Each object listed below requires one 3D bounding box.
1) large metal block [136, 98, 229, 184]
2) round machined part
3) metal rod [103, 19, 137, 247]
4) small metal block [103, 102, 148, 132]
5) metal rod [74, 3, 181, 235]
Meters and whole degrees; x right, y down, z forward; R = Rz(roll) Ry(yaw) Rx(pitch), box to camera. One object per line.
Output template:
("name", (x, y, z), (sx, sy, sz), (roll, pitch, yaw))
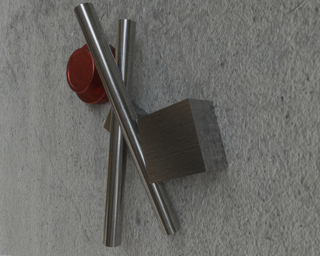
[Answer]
("large metal block", (0.025, 0.017, 0.367), (0.080, 0.050, 0.080), (-20, 77, 38))
("round machined part", (-0.108, -0.086, 0.480), (0.098, 0.042, 0.097), (0, 90, 39))
("metal rod", (-0.054, 0.009, 0.415), (0.025, 0.025, 0.298), (7, 94, 39))
("small metal block", (-0.049, -0.010, 0.443), (0.050, 0.025, 0.050), (37, 113, 33))
("metal rod", (-0.040, -0.009, 0.387), (0.025, 0.025, 0.299), (-20, 93, 38))
